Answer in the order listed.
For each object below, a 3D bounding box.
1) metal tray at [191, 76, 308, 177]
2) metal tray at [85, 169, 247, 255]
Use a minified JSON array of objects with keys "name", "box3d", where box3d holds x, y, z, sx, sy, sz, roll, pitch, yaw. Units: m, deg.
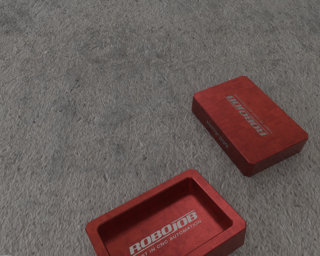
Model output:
[{"name":"metal tray","box3d":[0.113,-0.008,0.408,0.091,0.030,0.130,-22,53,-18]},{"name":"metal tray","box3d":[0.005,0.103,0.302,0.131,0.030,0.090,-25,43,-20]}]
